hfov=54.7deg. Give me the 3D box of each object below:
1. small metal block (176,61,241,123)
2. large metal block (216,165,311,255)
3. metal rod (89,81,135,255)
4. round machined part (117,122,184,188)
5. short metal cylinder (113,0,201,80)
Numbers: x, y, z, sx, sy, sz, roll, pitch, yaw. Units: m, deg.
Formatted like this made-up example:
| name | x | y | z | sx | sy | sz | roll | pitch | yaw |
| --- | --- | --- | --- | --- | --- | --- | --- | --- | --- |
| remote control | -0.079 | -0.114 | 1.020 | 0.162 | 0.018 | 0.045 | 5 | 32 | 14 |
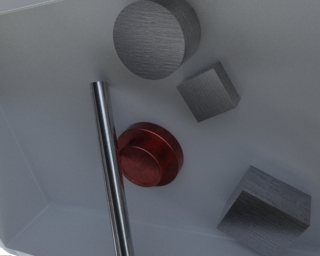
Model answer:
| name | x | y | z | sx | sy | sz | roll | pitch | yaw |
| --- | --- | --- | --- | --- | --- | --- | --- | --- | --- |
| small metal block | 0.056 | -0.040 | 0.354 | 0.050 | 0.025 | 0.050 | -23 | 106 | 36 |
| large metal block | 0.129 | 0.107 | 0.390 | 0.080 | 0.050 | 0.079 | 28 | 128 | 10 |
| metal rod | -0.059 | 0.087 | 0.412 | 0.025 | 0.025 | 0.298 | -10 | 88 | 32 |
| round machined part | -0.020 | 0.044 | 0.434 | 0.098 | 0.042 | 0.097 | 13 | 124 | 20 |
| short metal cylinder | -0.002 | -0.098 | 0.332 | 0.080 | 0.050 | 0.079 | 13 | 124 | 20 |
